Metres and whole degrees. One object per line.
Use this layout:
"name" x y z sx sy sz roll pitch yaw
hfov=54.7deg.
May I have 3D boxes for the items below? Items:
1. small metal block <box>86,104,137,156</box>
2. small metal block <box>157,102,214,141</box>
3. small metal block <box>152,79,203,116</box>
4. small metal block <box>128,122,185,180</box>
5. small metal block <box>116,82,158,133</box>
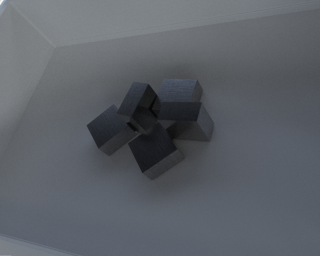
"small metal block" -0.069 0.002 0.436 0.050 0.025 0.050 -38 51 2
"small metal block" 0.032 -0.008 0.374 0.050 0.050 0.025 3 64 29
"small metal block" 0.024 -0.038 0.413 0.050 0.025 0.050 7 65 30
"small metal block" -0.005 0.028 0.387 0.050 0.025 0.050 -35 52 4
"small metal block" -0.025 -0.026 0.414 0.025 0.050 0.050 13 69 33
